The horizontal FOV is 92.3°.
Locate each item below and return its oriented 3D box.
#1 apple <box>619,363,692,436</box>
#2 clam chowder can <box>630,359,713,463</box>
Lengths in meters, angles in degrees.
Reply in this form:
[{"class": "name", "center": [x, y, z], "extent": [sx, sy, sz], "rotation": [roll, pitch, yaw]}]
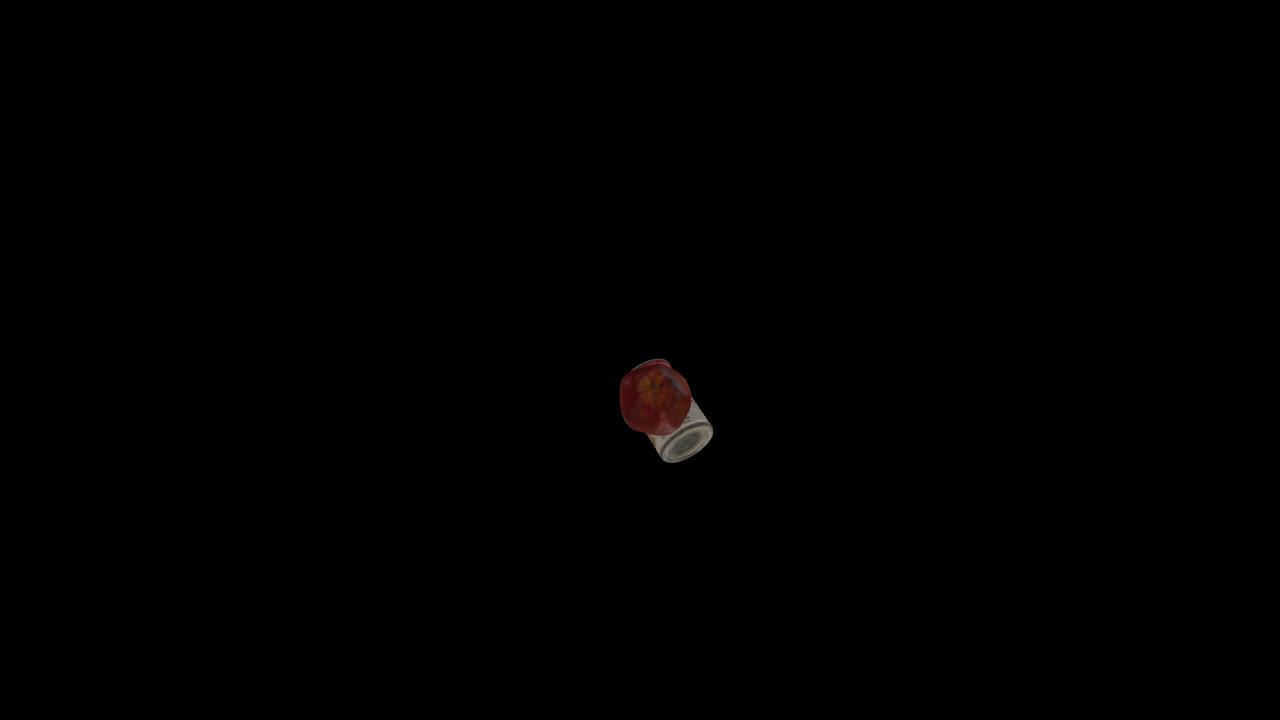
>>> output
[{"class": "apple", "center": [0.015, 0.041, 0.651], "extent": [0.079, 0.079, 0.093], "rotation": [0, -16, 6]}, {"class": "clam chowder can", "center": [0.030, 0.057, 0.698], "extent": [0.068, 0.068, 0.102], "rotation": [0, 44, -39]}]
